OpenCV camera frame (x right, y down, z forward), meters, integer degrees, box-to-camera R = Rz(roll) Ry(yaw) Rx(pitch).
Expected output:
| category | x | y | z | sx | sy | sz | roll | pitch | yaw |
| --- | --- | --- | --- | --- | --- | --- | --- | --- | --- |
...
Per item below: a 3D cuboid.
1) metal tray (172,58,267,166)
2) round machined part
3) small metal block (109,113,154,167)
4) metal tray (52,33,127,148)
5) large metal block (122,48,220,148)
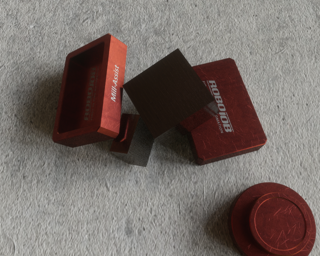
| category | x | y | z | sx | sy | sz | roll | pitch | yaw |
| --- | --- | --- | --- | --- | --- | --- | --- | --- | --- |
| metal tray | 0.075 | -0.024 | 0.415 | 0.091 | 0.030 | 0.130 | -14 | 71 | -6 |
| round machined part | 0.133 | 0.112 | 0.360 | 0.099 | 0.042 | 0.098 | 0 | 70 | -1 |
| small metal block | -0.032 | 0.016 | 0.386 | 0.025 | 0.050 | 0.050 | 6 | 68 | 27 |
| metal tray | -0.089 | -0.046 | 0.394 | 0.090 | 0.030 | 0.130 | -13 | 65 | 36 |
| large metal block | 0.014 | -0.035 | 0.378 | 0.080 | 0.050 | 0.080 | -33 | 69 | 5 |
